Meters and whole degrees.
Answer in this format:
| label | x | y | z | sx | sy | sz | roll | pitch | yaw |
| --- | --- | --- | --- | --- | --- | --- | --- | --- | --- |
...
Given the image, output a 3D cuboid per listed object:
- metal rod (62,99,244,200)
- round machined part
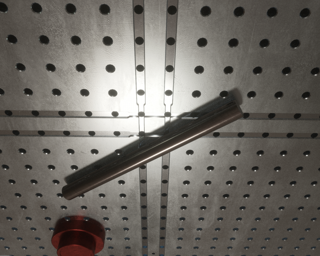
| label | x | y | z | sx | sy | sz | roll | pitch | yaw |
| --- | --- | --- | --- | --- | --- | --- | --- | --- | --- |
| metal rod | -0.024 | 0.039 | 0.444 | 0.300 | 0.025 | 0.025 | -28 | 125 | 21 |
| round machined part | -0.155 | 0.220 | 0.585 | 0.099 | 0.042 | 0.097 | -1 | 130 | 0 |
